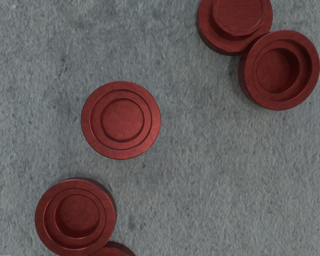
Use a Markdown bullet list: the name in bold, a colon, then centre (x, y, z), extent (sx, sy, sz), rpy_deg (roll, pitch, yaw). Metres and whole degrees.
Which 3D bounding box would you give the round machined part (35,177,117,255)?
- **round machined part**: centre (-0.105, 0.111, 0.400), extent (0.099, 0.042, 0.097), rpy_deg (0, 90, -1)

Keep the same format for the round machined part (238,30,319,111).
- **round machined part**: centre (0.146, -0.073, 0.396), extent (0.099, 0.042, 0.097), rpy_deg (-2, 102, -7)

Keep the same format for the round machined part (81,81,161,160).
- **round machined part**: centre (-0.048, -0.010, 0.401), extent (0.099, 0.042, 0.097), rpy_deg (0, 90, -1)

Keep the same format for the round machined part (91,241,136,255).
- **round machined part**: centre (-0.073, 0.203, 0.401), extent (0.099, 0.042, 0.097), rpy_deg (0, 90, -1)

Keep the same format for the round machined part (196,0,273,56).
- **round machined part**: centre (0.099, -0.147, 0.403), extent (0.099, 0.042, 0.097), rpy_deg (0, 90, -1)
